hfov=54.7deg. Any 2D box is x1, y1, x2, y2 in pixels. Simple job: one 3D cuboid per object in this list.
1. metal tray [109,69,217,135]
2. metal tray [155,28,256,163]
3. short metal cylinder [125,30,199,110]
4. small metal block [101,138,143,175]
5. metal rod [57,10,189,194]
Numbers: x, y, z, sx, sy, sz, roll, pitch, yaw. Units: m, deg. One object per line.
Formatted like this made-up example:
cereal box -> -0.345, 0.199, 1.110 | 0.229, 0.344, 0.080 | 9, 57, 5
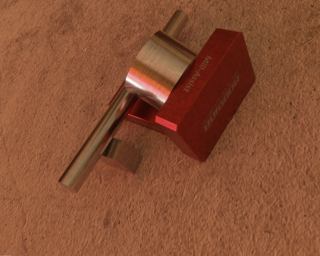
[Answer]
metal tray -> 0.003, -0.042, 0.425 | 0.130, 0.030, 0.090 | 20, 72, 35
metal tray -> 0.058, -0.035, 0.354 | 0.030, 0.090, 0.130 | 25, 75, 36
short metal cylinder -> 0.003, -0.065, 0.360 | 0.050, 0.080, 0.080 | 33, 78, 4
small metal block -> -0.058, 0.033, 0.398 | 0.050, 0.050, 0.025 | 14, 69, 33
metal rod -> -0.034, -0.052, 0.404 | 0.025, 0.025, 0.300 | 11, 58, 32
